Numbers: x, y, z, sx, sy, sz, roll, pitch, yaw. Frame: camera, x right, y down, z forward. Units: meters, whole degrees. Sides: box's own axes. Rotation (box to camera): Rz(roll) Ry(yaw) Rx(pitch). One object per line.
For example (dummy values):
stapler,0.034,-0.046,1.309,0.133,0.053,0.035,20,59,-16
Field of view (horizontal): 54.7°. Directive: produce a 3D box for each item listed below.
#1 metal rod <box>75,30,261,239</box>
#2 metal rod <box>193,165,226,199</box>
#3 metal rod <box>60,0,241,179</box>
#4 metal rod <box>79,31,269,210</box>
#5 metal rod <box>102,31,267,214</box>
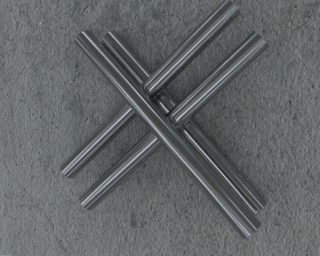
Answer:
metal rod,0.000,-0.003,0.356,0.025,0.025,0.300,-44,77,14
metal rod,0.004,-0.001,0.408,0.025,0.025,0.300,-44,77,14
metal rod,-0.022,-0.040,0.390,0.299,0.025,0.025,-43,77,14
metal rod,0.007,0.001,0.380,0.299,0.025,0.025,-43,77,14
metal rod,0.023,-0.015,0.401,0.025,0.025,0.300,-44,77,14
